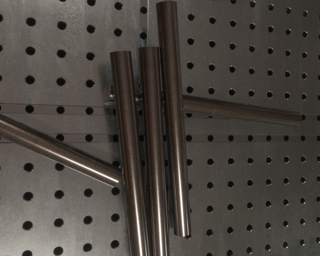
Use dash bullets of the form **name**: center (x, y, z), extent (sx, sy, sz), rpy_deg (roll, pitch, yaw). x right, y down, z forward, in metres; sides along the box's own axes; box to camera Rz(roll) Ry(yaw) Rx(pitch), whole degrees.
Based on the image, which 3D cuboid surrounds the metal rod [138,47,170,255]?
- **metal rod**: center (-0.006, 0.051, 0.394), extent (0.025, 0.025, 0.298), rpy_deg (-6, 99, -20)

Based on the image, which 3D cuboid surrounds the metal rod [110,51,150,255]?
- **metal rod**: center (-0.034, 0.058, 0.384), extent (0.025, 0.025, 0.298), rpy_deg (-8, 99, -20)

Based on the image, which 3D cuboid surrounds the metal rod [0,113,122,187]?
- **metal rod**: center (-0.180, -0.004, 0.346), extent (0.301, 0.025, 0.025), rpy_deg (28, 81, -18)

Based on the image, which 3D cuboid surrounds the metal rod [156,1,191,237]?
- **metal rod**: center (0.019, -0.003, 0.398), extent (0.025, 0.025, 0.298), rpy_deg (-9, 102, -20)

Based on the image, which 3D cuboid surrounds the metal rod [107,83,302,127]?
- **metal rod**: center (0.076, -0.029, 0.442), extent (0.302, 0.025, 0.025), rpy_deg (6, 88, -20)
